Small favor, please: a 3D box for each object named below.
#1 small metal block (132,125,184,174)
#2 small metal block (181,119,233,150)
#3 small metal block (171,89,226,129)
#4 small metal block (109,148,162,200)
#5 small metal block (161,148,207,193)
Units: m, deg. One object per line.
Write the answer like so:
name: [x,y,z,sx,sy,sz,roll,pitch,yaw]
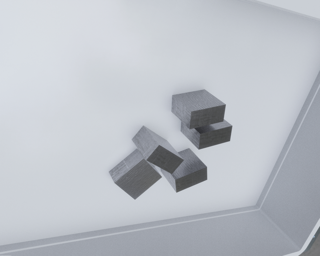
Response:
small metal block: [-0.003,0.029,0.410,0.050,0.050,0.025,34,99,-39]
small metal block: [0.063,0.001,0.430,0.050,0.050,0.025,-13,124,-22]
small metal block: [0.049,-0.026,0.405,0.050,0.050,0.025,-12,124,-22]
small metal block: [-0.034,0.065,0.432,0.050,0.025,0.050,-40,130,-1]
small metal block: [0.034,0.060,0.450,0.050,0.050,0.025,-19,126,-18]
